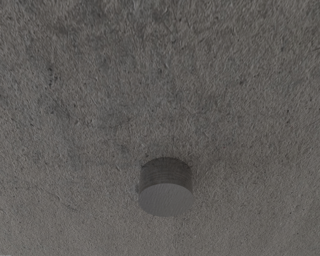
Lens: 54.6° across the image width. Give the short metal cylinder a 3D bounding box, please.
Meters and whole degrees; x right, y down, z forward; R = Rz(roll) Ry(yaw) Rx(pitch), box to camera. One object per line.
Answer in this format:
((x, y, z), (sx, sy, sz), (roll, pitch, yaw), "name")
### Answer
((0.009, 0.090, 0.467), (0.080, 0.050, 0.080), (0, 130, 0), "short metal cylinder")
